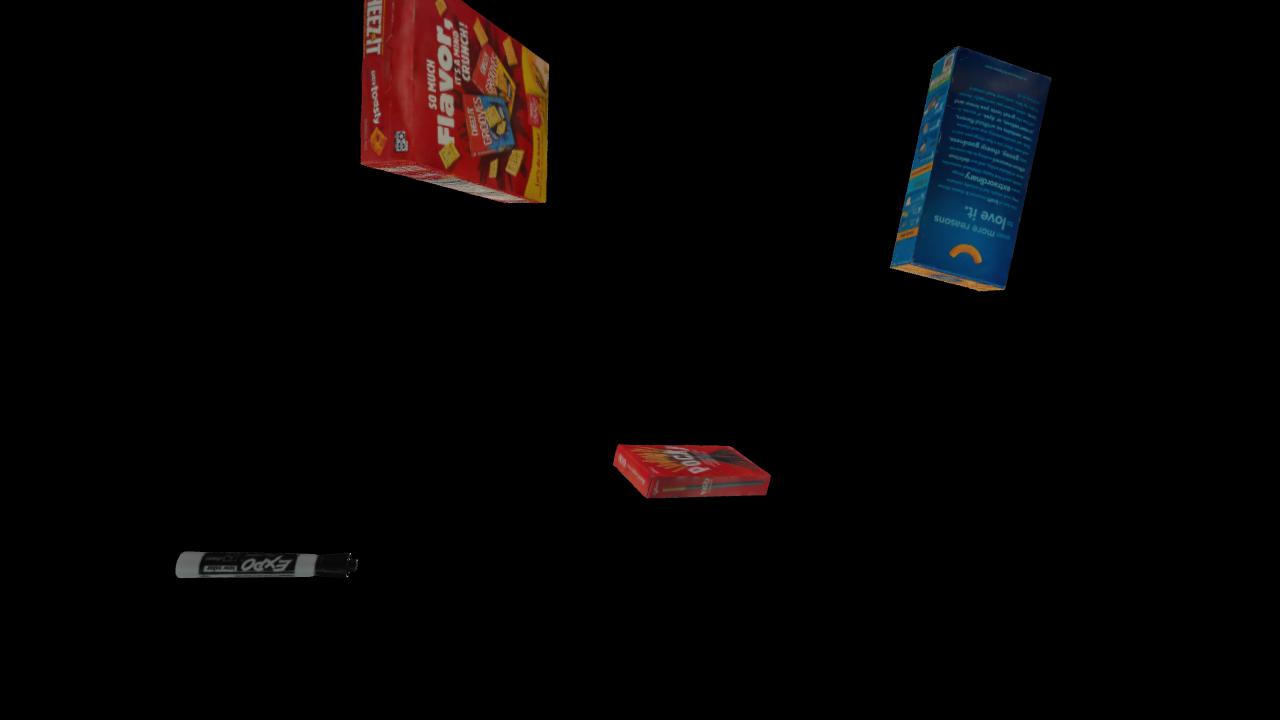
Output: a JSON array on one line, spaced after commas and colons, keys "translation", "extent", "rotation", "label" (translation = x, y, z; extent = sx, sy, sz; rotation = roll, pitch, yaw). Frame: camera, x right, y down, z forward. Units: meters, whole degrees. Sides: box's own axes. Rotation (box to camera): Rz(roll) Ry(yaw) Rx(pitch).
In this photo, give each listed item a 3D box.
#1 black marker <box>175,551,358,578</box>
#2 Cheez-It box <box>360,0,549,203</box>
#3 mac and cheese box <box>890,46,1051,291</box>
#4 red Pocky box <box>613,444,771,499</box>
[{"translation": [-0.280, 0.156, 0.468], "extent": [0.121, 0.020, 0.020], "rotation": [5, -1, -13], "label": "black marker"}, {"translation": [-0.180, -0.262, 0.641], "extent": [0.071, 0.166, 0.223], "rotation": [5, 6, 23], "label": "Cheez-It box"}, {"translation": [0.282, -0.159, 0.526], "extent": [0.093, 0.184, 0.041], "rotation": [13, 0, -10], "label": "mac and cheese box"}, {"translation": [0.057, 0.119, 0.665], "extent": [0.155, 0.028, 0.083], "rotation": [5, 14, -29], "label": "red Pocky box"}]
